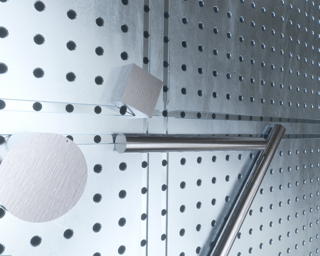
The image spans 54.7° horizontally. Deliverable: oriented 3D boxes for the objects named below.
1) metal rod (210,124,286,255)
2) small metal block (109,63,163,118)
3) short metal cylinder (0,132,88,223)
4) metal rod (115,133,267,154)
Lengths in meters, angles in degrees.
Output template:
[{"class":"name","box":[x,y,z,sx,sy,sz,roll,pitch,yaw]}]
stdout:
[{"class":"metal rod","box":[0.157,0.111,0.544,0.025,0.025,0.301,51,60,-29]},{"class":"small metal block","box":[-0.029,-0.045,0.387,0.050,0.025,0.050,28,73,-37]},{"class":"short metal cylinder","box":[-0.118,0.044,0.295,0.081,0.050,0.079,0,90,-41]},{"class":"metal rod","box":[0.068,0.024,0.468,0.302,0.025,0.025,3,89,-40]}]
